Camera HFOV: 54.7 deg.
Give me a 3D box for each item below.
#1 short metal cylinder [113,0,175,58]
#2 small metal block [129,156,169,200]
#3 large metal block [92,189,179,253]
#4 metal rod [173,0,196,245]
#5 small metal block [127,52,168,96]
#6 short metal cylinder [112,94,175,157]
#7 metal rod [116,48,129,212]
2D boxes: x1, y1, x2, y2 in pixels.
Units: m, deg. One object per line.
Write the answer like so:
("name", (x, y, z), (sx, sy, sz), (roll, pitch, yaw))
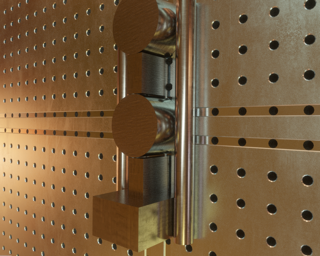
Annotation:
("short metal cylinder", (-0.016, -0.133, 0.406), (0.080, 0.050, 0.080), (0, 90, 40))
("small metal block", (-0.014, 0.062, 0.404), (0.025, 0.050, 0.050), (0, 90, 40))
("large metal block", (-0.029, 0.112, 0.397), (0.080, 0.081, 0.050), (1, 91, 40))
("metal rod", (0.031, -0.009, 0.383), (0.025, 0.025, 0.298), (1, 91, 40))
("small metal block", (-0.016, -0.068, 0.405), (0.025, 0.050, 0.050), (1, 91, 40))
("short metal cylinder", (-0.018, -0.003, 0.407), (0.080, 0.050, 0.080), (0, 90, 40))
("metal rod", (-0.050, -0.009, 0.450), (0.025, 0.025, 0.298), (1, 91, 40))
